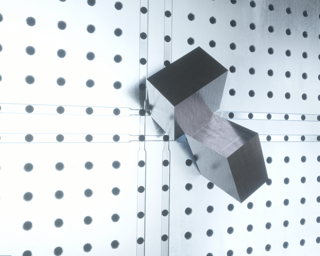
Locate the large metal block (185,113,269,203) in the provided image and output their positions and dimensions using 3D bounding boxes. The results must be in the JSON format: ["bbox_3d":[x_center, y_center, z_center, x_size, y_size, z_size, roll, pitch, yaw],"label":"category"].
[{"bbox_3d":[0.087,0.037,0.404,0.050,0.080,0.080,-35,124,-17],"label":"large metal block"}]

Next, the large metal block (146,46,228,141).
[{"bbox_3d":[0.033,-0.041,0.389,0.080,0.080,0.050,-35,64,-17],"label":"large metal block"}]
